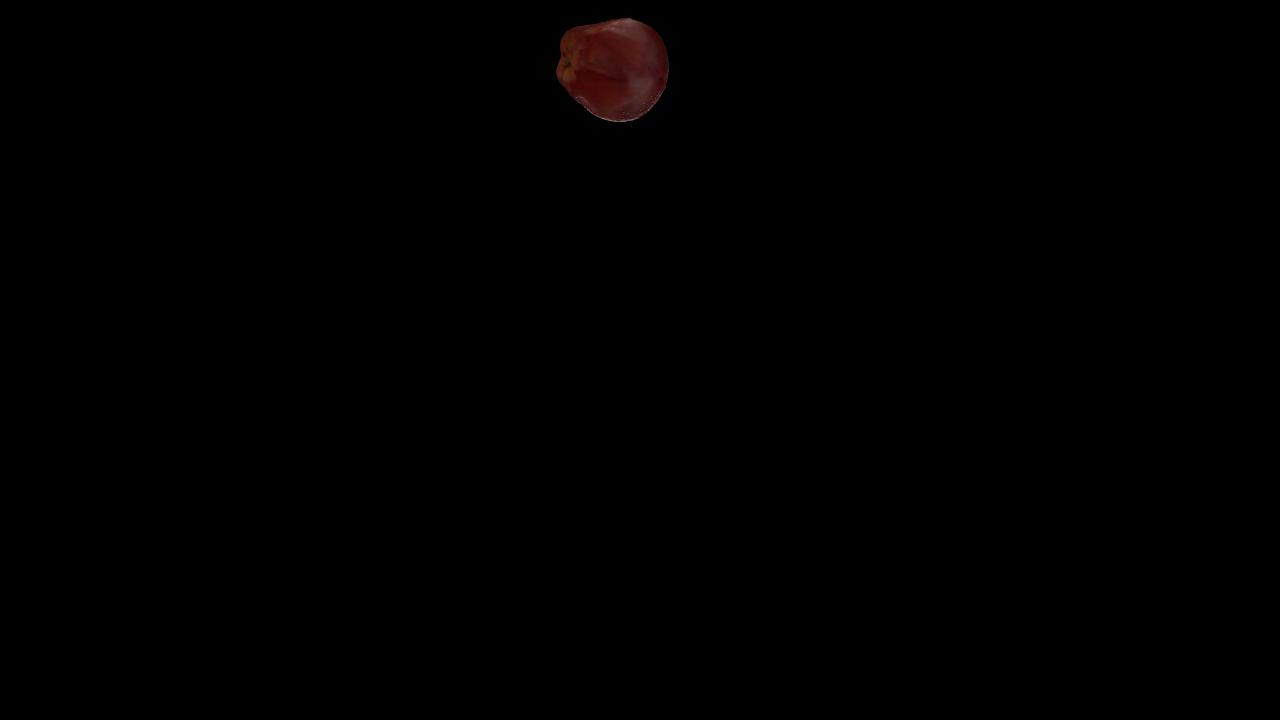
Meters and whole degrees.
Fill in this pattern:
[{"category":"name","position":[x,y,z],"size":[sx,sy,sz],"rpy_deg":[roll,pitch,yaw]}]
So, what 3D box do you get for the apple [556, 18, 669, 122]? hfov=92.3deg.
[{"category":"apple","position":[-0.021,-0.241,0.513],"size":[0.093,0.079,0.079],"rpy_deg":[-12,7,-37]}]
